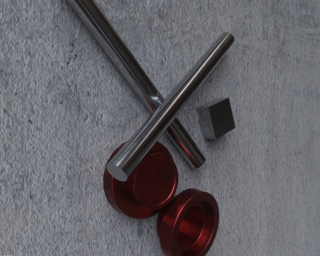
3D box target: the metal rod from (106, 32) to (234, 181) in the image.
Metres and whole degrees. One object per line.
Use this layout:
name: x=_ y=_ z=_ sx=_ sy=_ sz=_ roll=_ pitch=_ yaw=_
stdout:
metal rod: x=0.032 y=-0.048 z=0.402 sx=0.301 sy=0.025 sz=0.025 roll=-51 pitch=121 yaw=-37

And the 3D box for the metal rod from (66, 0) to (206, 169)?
metal rod: x=-0.025 y=-0.057 z=0.383 sx=0.025 sy=0.025 sz=0.300 roll=-52 pitch=120 yaw=-27

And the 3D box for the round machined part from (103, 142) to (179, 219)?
round machined part: x=-0.016 y=0.063 z=0.380 sx=0.099 sy=0.042 sz=0.097 roll=0 pitch=90 yaw=-40

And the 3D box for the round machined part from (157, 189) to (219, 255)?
round machined part: x=0.034 y=0.129 z=0.417 sx=0.099 sy=0.042 sz=0.097 roll=-9 pitch=103 yaw=-44

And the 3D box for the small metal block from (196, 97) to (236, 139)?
small metal block: x=0.086 y=-0.015 z=0.477 sx=0.050 sy=0.025 sz=0.050 roll=-25 pitch=106 yaw=-37
